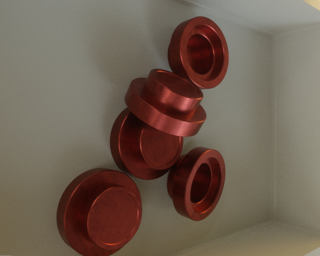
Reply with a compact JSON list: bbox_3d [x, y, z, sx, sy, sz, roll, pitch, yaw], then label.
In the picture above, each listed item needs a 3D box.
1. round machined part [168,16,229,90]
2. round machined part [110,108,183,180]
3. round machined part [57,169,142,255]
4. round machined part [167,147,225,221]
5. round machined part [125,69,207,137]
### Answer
[{"bbox_3d":[0.050,-0.102,0.437,0.099,0.042,0.097,0,90,-40],"label":"round machined part"},{"bbox_3d":[-0.009,0.017,0.388,0.099,0.042,0.097,0,90,-40],"label":"round machined part"},{"bbox_3d":[-0.059,0.096,0.346,0.099,0.042,0.097,0,90,-40],"label":"round machined part"},{"bbox_3d":[0.047,0.073,0.426,0.099,0.042,0.097,-15,110,-47],"label":"round machined part"},{"bbox_3d":[0.012,-0.035,0.366,0.099,0.098,0.042,3,124,-40],"label":"round machined part"}]
